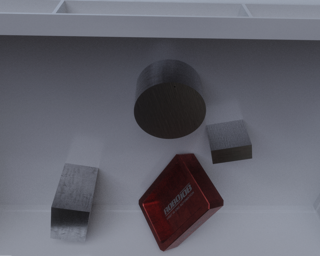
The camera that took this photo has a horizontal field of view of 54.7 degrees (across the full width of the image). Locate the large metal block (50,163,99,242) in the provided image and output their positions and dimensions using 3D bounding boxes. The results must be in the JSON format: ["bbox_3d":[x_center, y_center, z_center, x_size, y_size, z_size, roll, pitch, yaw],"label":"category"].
[{"bbox_3d":[-0.128,0.112,0.467,0.050,0.080,0.079,10,129,-9],"label":"large metal block"}]

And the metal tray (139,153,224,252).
[{"bbox_3d":[0.025,0.110,0.458,0.030,0.090,0.129,0,138,-41],"label":"metal tray"}]

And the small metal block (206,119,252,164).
[{"bbox_3d":[0.090,0.018,0.409,0.050,0.050,0.025,-9,130,7],"label":"small metal block"}]

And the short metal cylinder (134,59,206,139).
[{"bbox_3d":[0.011,-0.033,0.365,0.081,0.050,0.079,0,130,0],"label":"short metal cylinder"}]
